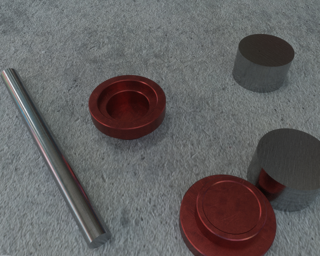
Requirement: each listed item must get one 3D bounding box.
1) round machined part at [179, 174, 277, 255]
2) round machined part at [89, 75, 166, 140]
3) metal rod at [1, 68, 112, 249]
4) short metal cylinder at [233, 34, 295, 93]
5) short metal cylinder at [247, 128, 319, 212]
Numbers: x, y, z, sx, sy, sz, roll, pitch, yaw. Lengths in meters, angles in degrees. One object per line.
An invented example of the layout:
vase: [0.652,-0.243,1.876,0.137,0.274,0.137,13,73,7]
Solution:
round machined part: [0.070,0.089,0.318,0.099,0.042,0.098,0,50,0]
round machined part: [-0.042,-0.023,0.411,0.099,0.042,0.098,0,50,0]
metal rod: [-0.143,0.016,0.387,0.025,0.025,0.300,-27,55,-21]
short metal cylinder: [0.156,-0.099,0.473,0.081,0.050,0.080,0,50,0]
short metal cylinder: [0.144,0.047,0.350,0.081,0.050,0.080,0,50,0]
